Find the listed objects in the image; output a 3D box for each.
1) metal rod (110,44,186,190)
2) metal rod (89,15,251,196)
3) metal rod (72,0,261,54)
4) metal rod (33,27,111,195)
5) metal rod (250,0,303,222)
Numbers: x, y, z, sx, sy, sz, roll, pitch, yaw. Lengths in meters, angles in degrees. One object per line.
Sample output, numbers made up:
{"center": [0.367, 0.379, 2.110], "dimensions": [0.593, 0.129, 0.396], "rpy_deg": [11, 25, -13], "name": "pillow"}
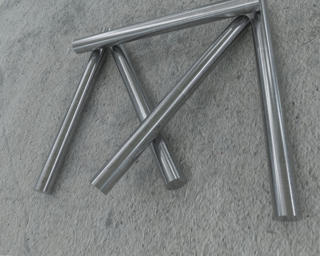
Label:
{"center": [-0.030, -0.043, 0.446], "dimensions": [0.025, 0.025, 0.300], "rpy_deg": [-31, 52, 8], "name": "metal rod"}
{"center": [0.023, -0.041, 0.392], "dimensions": [0.025, 0.025, 0.301], "rpy_deg": [28, 69, 37], "name": "metal rod"}
{"center": [-0.006, -0.152, 0.467], "dimensions": [0.300, 0.025, 0.025], "rpy_deg": [-6, 59, 25], "name": "metal rod"}
{"center": [-0.130, -0.041, 0.497], "dimensions": [0.025, 0.025, 0.300], "rpy_deg": [1, 62, 28], "name": "metal rod"}
{"center": [0.129, -0.045, 0.363], "dimensions": [0.025, 0.025, 0.299], "rpy_deg": [-10, 57, 23], "name": "metal rod"}
